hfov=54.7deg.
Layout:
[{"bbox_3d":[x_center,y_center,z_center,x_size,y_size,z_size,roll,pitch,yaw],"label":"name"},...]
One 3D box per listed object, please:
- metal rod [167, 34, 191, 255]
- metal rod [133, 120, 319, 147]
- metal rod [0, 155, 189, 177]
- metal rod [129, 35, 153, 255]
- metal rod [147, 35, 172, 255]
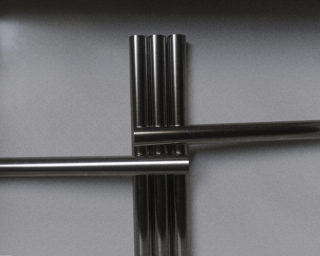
[{"bbox_3d":[0.026,0.028,0.410,0.025,0.025,0.298,-1,90,-1],"label":"metal rod"},{"bbox_3d":[0.118,0.005,0.394,0.302,0.025,0.025,-2,90,-7],"label":"metal rod"},{"bbox_3d":[-0.115,0.048,0.393,0.302,0.025,0.025,-1,90,5],"label":"metal rod"},{"bbox_3d":[-0.025,0.030,0.410,0.025,0.025,0.298,-1,90,-1],"label":"metal rod"},{"bbox_3d":[0.000,0.029,0.410,0.025,0.025,0.298,-1,90,-1],"label":"metal rod"}]
